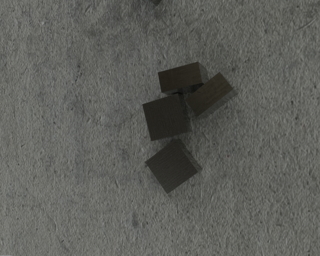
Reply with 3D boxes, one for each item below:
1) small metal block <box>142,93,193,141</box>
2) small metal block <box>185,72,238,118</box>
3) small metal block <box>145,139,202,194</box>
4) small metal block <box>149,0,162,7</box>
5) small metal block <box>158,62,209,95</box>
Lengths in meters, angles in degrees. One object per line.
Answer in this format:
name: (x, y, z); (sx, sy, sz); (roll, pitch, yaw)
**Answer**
small metal block: (0.010, -0.013, 0.405); (0.050, 0.025, 0.050); (-16, 85, 19)
small metal block: (0.063, -0.038, 0.373); (0.050, 0.050, 0.025); (-39, 78, 16)
small metal block: (0.018, 0.049, 0.403); (0.050, 0.025, 0.050); (-39, 78, 16)
small metal block: (-0.023, -0.192, 0.404); (0.050, 0.050, 0.025); (42, 104, 15)
small metal block: (0.031, -0.059, 0.385); (0.050, 0.050, 0.025); (-12, 86, 19)
